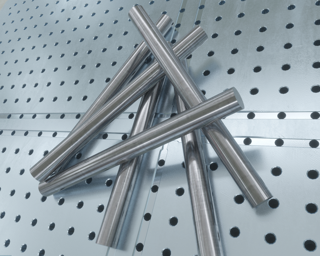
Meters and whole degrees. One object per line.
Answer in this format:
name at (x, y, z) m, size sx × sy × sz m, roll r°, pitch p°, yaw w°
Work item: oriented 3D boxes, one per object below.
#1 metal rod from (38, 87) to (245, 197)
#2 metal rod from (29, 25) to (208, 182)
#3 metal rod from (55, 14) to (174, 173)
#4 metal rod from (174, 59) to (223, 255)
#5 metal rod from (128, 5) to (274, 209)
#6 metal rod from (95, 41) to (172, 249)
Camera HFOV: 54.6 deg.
metal rod at (-0.042, 0.028, 0.377) m, size 0.300 × 0.025 × 0.025 m, roll -26°, pitch 52°, yaw 26°
metal rod at (-0.056, -0.033, 0.425) m, size 0.300 × 0.025 × 0.025 m, roll -41°, pitch 51°, yaw 0°
metal rod at (-0.073, -0.059, 0.483) m, size 0.025 × 0.025 × 0.300 m, roll 27°, pitch 76°, yaw 37°
metal rod at (0.040, 0.026, 0.372) m, size 0.025 × 0.025 × 0.300 m, roll -18°, pitch 54°, yaw 18°
metal rod at (0.035, -0.043, 0.372) m, size 0.025 × 0.025 × 0.299 m, roll -33°, pitch 65°, yaw 7°
metal rod at (-0.026, 0.005, 0.420) m, size 0.025 × 0.025 × 0.300 m, roll 1°, pitch 62°, yaw 29°
